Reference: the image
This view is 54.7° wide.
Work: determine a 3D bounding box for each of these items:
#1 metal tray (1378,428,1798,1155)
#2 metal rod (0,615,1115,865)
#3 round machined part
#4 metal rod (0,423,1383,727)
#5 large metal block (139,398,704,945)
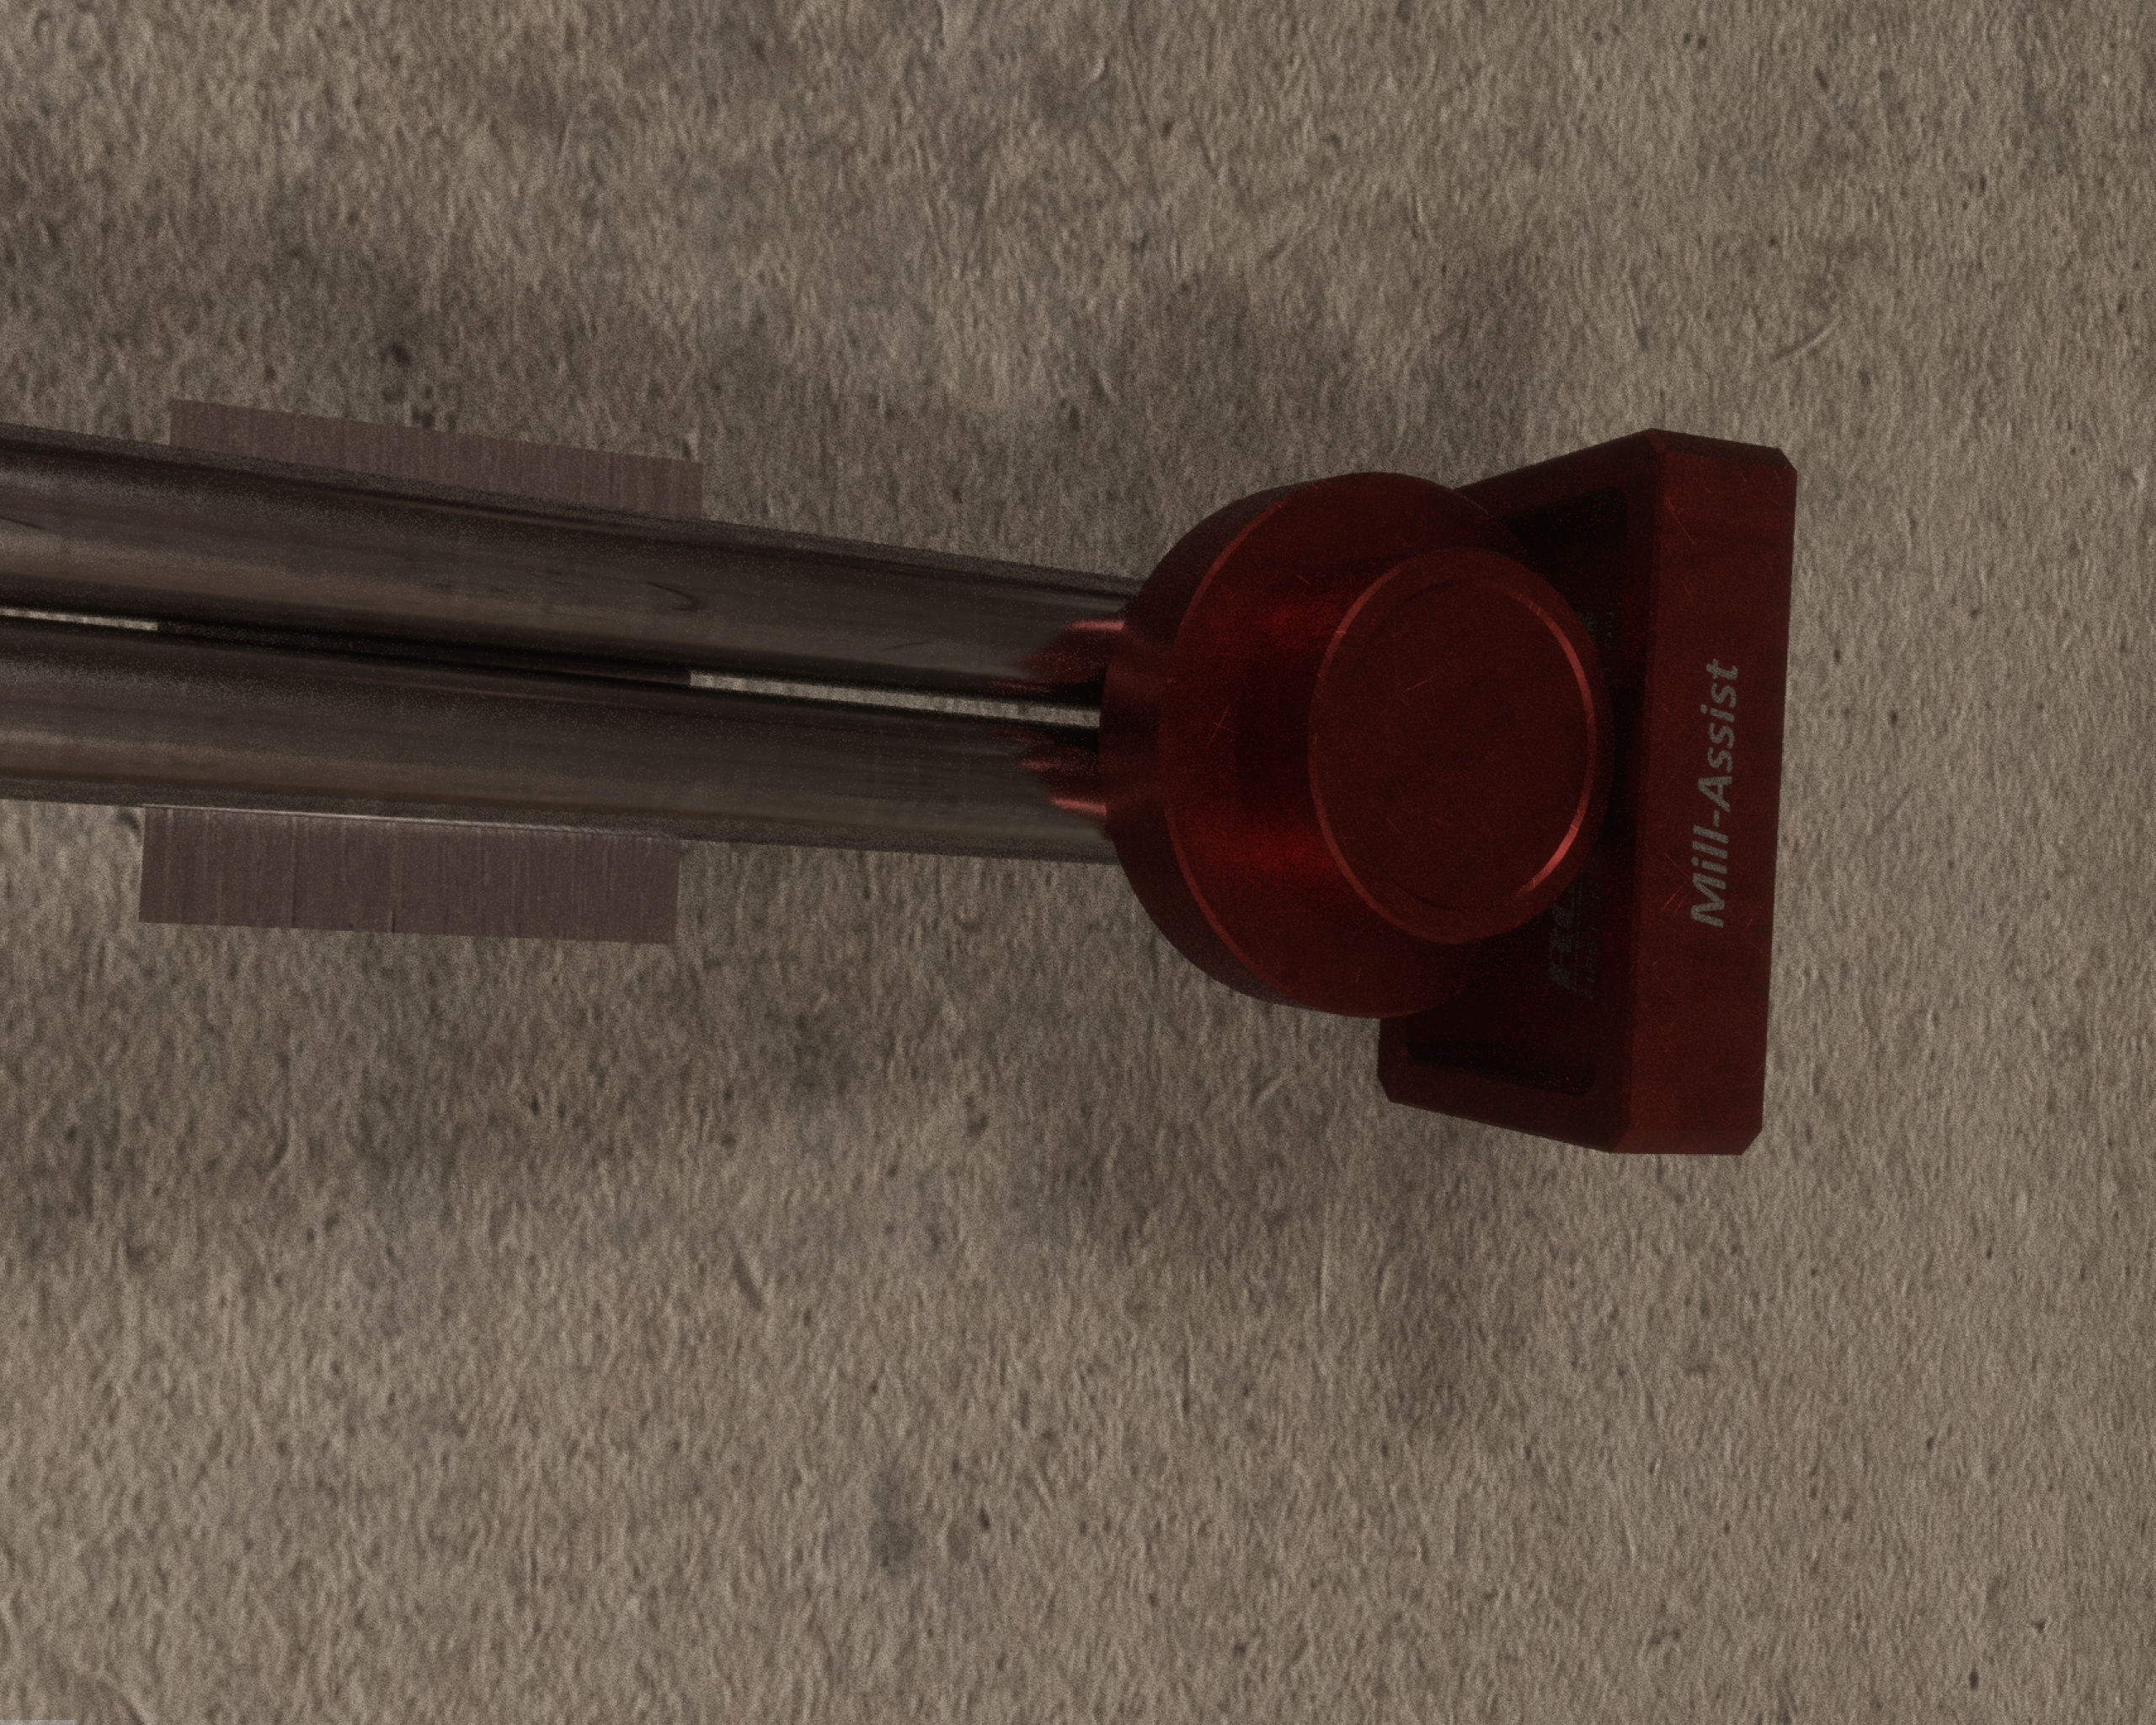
[{"bbox_3d":[0.097,-0.012,0.412,0.030,0.090,0.129,4,89,-20],"label":"metal tray"},{"bbox_3d":[-0.042,-0.015,0.348,0.302,0.025,0.025,3,89,-33],"label":"metal rod"},{"bbox_3d":[0.056,-0.021,0.371,0.099,0.042,0.097,-2,93,-31],"label":"round machined part"},{"bbox_3d":[-0.040,-0.042,0.348,0.302,0.025,0.025,3,89,-33],"label":"metal rod"},{"bbox_3d":[-0.110,-0.029,0.353,0.081,0.050,0.079,4,89,-20],"label":"large metal block"}]
